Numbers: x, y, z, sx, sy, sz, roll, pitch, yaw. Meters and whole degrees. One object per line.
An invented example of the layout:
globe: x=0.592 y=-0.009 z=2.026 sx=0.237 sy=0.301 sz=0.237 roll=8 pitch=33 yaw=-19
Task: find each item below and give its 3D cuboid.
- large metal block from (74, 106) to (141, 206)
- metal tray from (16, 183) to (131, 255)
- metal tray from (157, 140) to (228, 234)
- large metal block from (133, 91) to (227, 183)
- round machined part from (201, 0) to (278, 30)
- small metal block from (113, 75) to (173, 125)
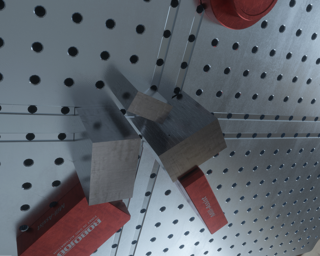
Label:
large metal block: x=-0.065 y=0.028 z=0.357 sx=0.050 sy=0.080 sz=0.079 roll=-5 pitch=121 yaw=-26
metal tray: x=-0.117 y=0.141 z=0.431 sx=0.130 sy=0.030 sz=0.090 roll=-42 pitch=130 yaw=1
metal tray: x=0.045 y=0.084 z=0.445 sx=0.030 sy=0.090 sz=0.130 roll=-34 pitch=129 yaw=-6
large metal block: x=0.024 y=0.009 z=0.394 sx=0.080 sy=0.080 sz=0.050 roll=-32 pitch=129 yaw=-7
round machined part: x=0.099 y=-0.162 z=0.354 sx=0.099 sy=0.042 sz=0.097 roll=-14 pitch=124 yaw=-21
small metal block: x=-0.021 y=-0.033 z=0.363 sx=0.050 sy=0.050 sz=0.025 roll=21 pitch=107 yaw=-36
